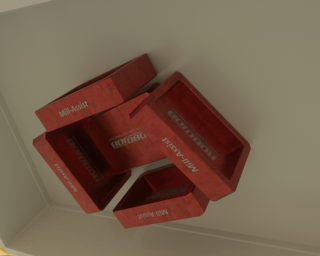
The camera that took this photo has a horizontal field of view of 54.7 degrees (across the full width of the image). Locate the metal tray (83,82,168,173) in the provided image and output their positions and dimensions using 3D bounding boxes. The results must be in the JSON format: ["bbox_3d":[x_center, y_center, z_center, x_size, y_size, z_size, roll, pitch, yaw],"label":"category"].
[{"bbox_3d":[-0.033,0.004,0.420,0.130,0.030,0.090,-21,107,35],"label":"metal tray"}]

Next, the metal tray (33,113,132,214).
[{"bbox_3d":[-0.106,0.045,0.445,0.030,0.090,0.130,-23,106,36],"label":"metal tray"}]

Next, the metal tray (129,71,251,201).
[{"bbox_3d":[0.039,0.006,0.347,0.130,0.090,0.030,45,130,-4],"label":"metal tray"}]

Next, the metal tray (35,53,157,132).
[{"bbox_3d":[-0.078,-0.042,0.377,0.130,0.090,0.030,-17,110,34],"label":"metal tray"}]

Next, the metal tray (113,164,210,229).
[{"bbox_3d":[0.010,0.083,0.409,0.130,0.090,0.030,-22,107,36],"label":"metal tray"}]
